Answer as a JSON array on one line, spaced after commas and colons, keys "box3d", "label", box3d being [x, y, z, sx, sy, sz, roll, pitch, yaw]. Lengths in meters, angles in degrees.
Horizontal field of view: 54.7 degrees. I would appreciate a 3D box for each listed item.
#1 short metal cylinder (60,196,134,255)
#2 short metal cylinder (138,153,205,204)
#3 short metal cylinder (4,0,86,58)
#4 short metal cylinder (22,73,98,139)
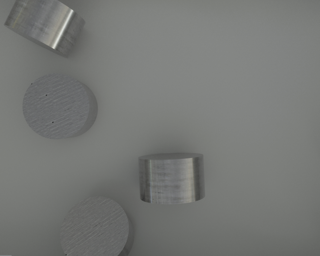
[{"box3d": [-0.075, 0.130, 0.382, 0.080, 0.050, 0.080, -1, 62, 2], "label": "short metal cylinder"}, {"box3d": [0.014, 0.060, 0.384, 0.081, 0.080, 0.050, -3, 90, 0], "label": "short metal cylinder"}, {"box3d": [-0.141, -0.128, 0.383, 0.080, 0.080, 0.050, 26, 90, 0], "label": "short metal cylinder"}, {"box3d": [-0.125, -0.026, 0.398, 0.081, 0.050, 0.080, 0, 90, 0], "label": "short metal cylinder"}]
